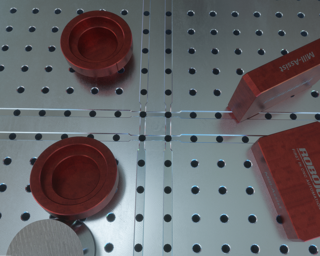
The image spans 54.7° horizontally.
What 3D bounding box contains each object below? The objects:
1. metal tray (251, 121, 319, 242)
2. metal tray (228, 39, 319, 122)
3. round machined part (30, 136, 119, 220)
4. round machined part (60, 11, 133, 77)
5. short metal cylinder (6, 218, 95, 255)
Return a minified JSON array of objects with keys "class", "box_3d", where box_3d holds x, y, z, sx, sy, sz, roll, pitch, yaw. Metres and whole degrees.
[{"class":"metal tray","box_3d":[0.183,0.065,0.388,0.091,0.030,0.130,-15,71,-6]},{"class":"metal tray","box_3d":[0.159,-0.062,0.401,0.131,0.090,0.030,-26,73,-9]},{"class":"round machined part","box_3d":[-0.099,0.062,0.372,0.099,0.042,0.098,1,58,-1]},{"class":"round machined part","box_3d":[-0.087,-0.115,0.444,0.099,0.042,0.098,0,70,-1]},{"class":"short metal cylinder","box_3d":[-0.118,0.141,0.341,0.081,0.050,0.080,0,76,1]}]
